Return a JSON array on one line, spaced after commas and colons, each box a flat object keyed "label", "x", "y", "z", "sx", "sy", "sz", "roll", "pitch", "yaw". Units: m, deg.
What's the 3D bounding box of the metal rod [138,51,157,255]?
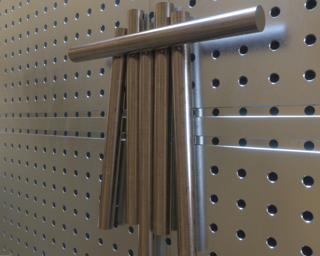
[{"label": "metal rod", "x": -0.017, "y": 0.041, "z": 0.424, "sx": 0.025, "sy": 0.025, "sz": 0.298, "roll": 1, "pitch": 91, "yaw": 40}]

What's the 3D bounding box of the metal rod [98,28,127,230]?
[{"label": "metal rod", "x": -0.069, "y": 0.004, "z": 0.466, "sx": 0.025, "sy": 0.025, "sz": 0.298, "roll": 9, "pitch": 96, "yaw": 40}]

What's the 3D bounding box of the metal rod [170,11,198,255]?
[{"label": "metal rod", "x": 0.030, "y": 0.006, "z": 0.386, "sx": 0.025, "sy": 0.025, "sz": 0.298, "roll": -3, "pitch": 88, "yaw": 40}]

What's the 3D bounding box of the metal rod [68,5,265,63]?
[{"label": "metal rod", "x": -0.019, "y": -0.110, "z": 0.393, "sx": 0.300, "sy": 0.025, "sz": 0.025, "roll": 3, "pitch": 92, "yaw": 40}]

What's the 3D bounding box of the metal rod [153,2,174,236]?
[{"label": "metal rod", "x": 0.004, "y": -0.011, "z": 0.408, "sx": 0.025, "sy": 0.025, "sz": 0.298, "roll": 1, "pitch": 91, "yaw": 40}]

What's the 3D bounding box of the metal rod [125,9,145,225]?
[{"label": "metal rod", "x": -0.035, "y": -0.015, "z": 0.440, "sx": 0.025, "sy": 0.025, "sz": 0.298, "roll": 1, "pitch": 91, "yaw": 40}]
